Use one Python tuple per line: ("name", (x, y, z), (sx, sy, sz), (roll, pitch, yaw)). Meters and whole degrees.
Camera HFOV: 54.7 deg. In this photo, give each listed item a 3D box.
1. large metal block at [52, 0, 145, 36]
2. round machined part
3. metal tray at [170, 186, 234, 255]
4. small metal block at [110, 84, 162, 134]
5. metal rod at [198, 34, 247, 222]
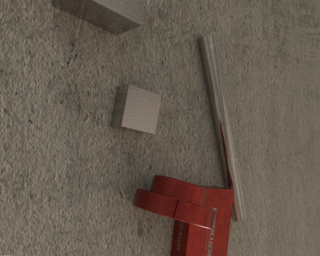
("large metal block", (-0.061, -0.159, 0.337), (0.081, 0.050, 0.080), (15, 80, -39))
("round machined part", (0.020, 0.086, 0.374), (0.098, 0.098, 0.042), (27, 73, -37))
("metal tray", (0.062, 0.151, 0.454), (0.091, 0.030, 0.129), (12, 82, -39))
("small metal block", (-0.029, -0.021, 0.380), (0.050, 0.025, 0.050), (15, 80, -39))
("metal rod", (0.101, 0.007, 0.488), (0.025, 0.025, 0.298), (-21, 103, -38))
